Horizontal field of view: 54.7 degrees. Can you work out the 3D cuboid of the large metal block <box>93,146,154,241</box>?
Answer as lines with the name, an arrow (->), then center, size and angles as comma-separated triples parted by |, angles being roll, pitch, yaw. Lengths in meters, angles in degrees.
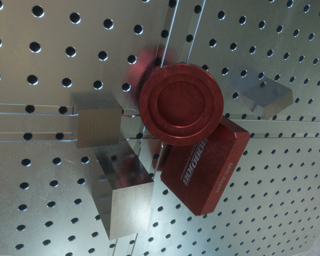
large metal block -> -0.051, 0.081, 0.399 | 0.050, 0.080, 0.079 | -7, 122, -25

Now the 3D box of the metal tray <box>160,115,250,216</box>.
metal tray -> 0.056, 0.042, 0.425 | 0.030, 0.090, 0.129 | 0, 119, -41

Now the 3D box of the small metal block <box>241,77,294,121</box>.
small metal block -> 0.158, -0.044, 0.457 | 0.050, 0.050, 0.025 | -32, 129, -8

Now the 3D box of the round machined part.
round machined part -> 0.026, -0.031, 0.378 | 0.099, 0.042, 0.097 | 2, 107, 5

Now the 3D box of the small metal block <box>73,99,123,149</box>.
small metal block -> -0.075, -0.006, 0.368 | 0.050, 0.025, 0.050 | -5, 121, -27
